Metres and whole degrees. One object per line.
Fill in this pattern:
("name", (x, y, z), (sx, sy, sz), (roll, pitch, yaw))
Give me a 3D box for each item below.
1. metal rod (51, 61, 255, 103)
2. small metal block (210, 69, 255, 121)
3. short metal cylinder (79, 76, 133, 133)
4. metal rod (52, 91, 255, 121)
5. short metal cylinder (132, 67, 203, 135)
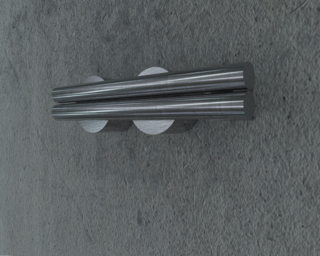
("metal rod", (-0.036, -0.048, 0.370), (0.300, 0.025, 0.025), (1, 91, 40))
("small metal block", (0.077, -0.033, 0.328), (0.025, 0.050, 0.050), (-2, 88, 40))
("short metal cylinder", (-0.078, -0.033, 0.454), (0.080, 0.050, 0.080), (0, 90, 40))
("metal rod", (-0.036, -0.022, 0.370), (0.300, 0.025, 0.025), (1, 91, 40))
("short metal cylinder", (0.007, -0.032, 0.385), (0.080, 0.050, 0.080), (0, 90, 40))
